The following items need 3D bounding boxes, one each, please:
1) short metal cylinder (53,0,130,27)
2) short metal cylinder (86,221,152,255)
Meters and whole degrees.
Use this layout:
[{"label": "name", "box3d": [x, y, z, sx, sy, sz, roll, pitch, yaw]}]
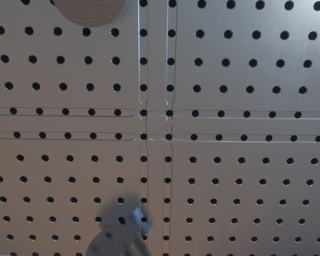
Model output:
[{"label": "short metal cylinder", "box3d": [-0.074, -0.154, 0.342, 0.081, 0.050, 0.079, 0, 110, 0]}, {"label": "short metal cylinder", "box3d": [-0.059, 0.184, 0.451, 0.080, 0.080, 0.050, -23, 109, 8]}]
